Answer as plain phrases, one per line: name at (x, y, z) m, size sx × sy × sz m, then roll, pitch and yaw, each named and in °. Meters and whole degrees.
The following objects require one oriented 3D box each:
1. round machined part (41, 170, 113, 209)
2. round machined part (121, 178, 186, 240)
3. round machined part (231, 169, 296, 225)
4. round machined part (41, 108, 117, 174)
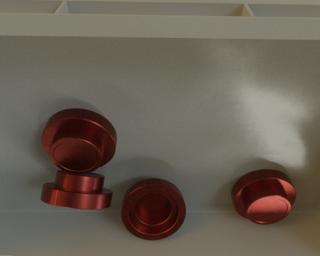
round machined part at (-0.117, 0.086, 0.447) m, size 0.099 × 0.042 × 0.098 m, roll 8°, pitch 175°, yaw 1°
round machined part at (-0.011, 0.123, 0.487) m, size 0.099 × 0.042 × 0.097 m, roll -1°, pitch 107°, yaw -4°
round machined part at (0.166, 0.116, 0.491) m, size 0.099 × 0.042 × 0.097 m, roll -1°, pitch 124°, yaw -1°
round machined part at (-0.109, 0.024, 0.418) m, size 0.099 × 0.042 × 0.097 m, roll 0°, pitch 130°, yaw 0°
